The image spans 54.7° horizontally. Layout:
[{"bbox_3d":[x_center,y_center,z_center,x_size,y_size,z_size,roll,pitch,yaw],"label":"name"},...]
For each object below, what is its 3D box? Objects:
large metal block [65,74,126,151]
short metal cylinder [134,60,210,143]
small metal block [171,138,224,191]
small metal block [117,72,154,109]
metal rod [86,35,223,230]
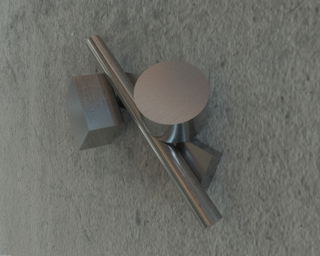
[{"bbox_3d":[-0.097,-0.022,0.446,0.080,0.050,0.080,-45,61,57],"label":"large metal block"},{"bbox_3d":[0.015,-0.029,0.350,0.080,0.050,0.080,-2,65,6],"label":"short metal cylinder"},{"bbox_3d":[0.041,0.042,0.372,0.050,0.025,0.050,31,109,35],"label":"small metal block"},{"bbox_3d":[-0.033,-0.050,0.432,0.050,0.025,0.050,16,100,38],"label":"small metal block"},{"bbox_3d":[-0.020,-0.012,0.388,0.025,0.025,0.299,-48,62,29],"label":"metal rod"}]
